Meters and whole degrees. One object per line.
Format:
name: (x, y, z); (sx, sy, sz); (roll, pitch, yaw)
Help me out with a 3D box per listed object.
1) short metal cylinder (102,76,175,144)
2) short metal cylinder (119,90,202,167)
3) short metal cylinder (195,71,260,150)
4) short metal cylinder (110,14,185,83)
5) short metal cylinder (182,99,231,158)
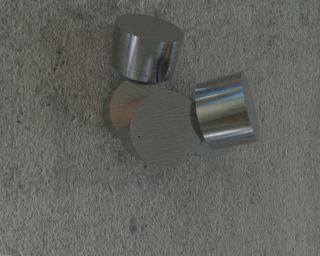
short metal cylinder: (-0.028, -0.021, 0.387); (0.081, 0.050, 0.079); (0, 90, -21)
short metal cylinder: (-0.001, 0.001, 0.344); (0.081, 0.050, 0.079); (0, 90, -21)
short metal cylinder: (0.078, -0.019, 0.350); (0.050, 0.080, 0.080); (-13, 97, 23)
short metal cylinder: (-0.016, -0.096, 0.369); (0.081, 0.080, 0.050); (0, 129, -20)
short metal cylinder: (0.057, -0.001, 0.419); (0.081, 0.050, 0.079); (0, 90, -21)
